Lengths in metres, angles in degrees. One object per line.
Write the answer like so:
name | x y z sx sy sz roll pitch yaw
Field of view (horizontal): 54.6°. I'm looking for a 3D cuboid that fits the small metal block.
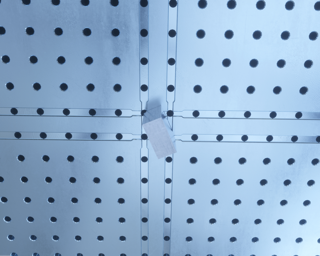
small metal block | 0.000 0.004 0.401 0.025 0.050 0.050 -21 109 7
